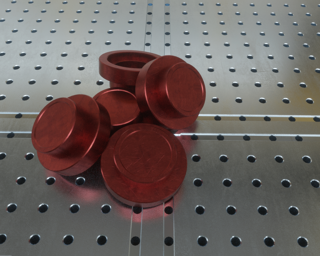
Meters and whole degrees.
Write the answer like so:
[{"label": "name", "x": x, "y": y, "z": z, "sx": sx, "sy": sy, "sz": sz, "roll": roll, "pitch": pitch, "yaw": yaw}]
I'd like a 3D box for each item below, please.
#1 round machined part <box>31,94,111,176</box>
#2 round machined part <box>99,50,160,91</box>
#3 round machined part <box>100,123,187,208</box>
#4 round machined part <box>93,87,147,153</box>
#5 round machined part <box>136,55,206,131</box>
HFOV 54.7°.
[{"label": "round machined part", "x": -0.110, "y": 0.003, "z": 0.361, "sx": 0.098, "sy": 0.042, "sz": 0.098, "roll": -13, "pitch": 61, "yaw": 26}, {"label": "round machined part", "x": -0.038, "y": -0.078, "z": 0.447, "sx": 0.099, "sy": 0.042, "sz": 0.098, "roll": 5, "pitch": 29, "yaw": -2}, {"label": "round machined part", "x": -0.018, "y": 0.036, "z": 0.350, "sx": 0.099, "sy": 0.042, "sz": 0.098, "roll": 3, "pitch": 61, "yaw": -6}, {"label": "round machined part", "x": -0.056, "y": -0.016, "z": 0.408, "sx": 0.099, "sy": 0.042, "sz": 0.098, "roll": 0, "pitch": 50, "yaw": 0}, {"label": "round machined part", "x": 0.021, "y": -0.046, "z": 0.397, "sx": 0.042, "sy": 0.098, "sz": 0.098, "roll": -9, "pitch": 33, "yaw": 50}]
